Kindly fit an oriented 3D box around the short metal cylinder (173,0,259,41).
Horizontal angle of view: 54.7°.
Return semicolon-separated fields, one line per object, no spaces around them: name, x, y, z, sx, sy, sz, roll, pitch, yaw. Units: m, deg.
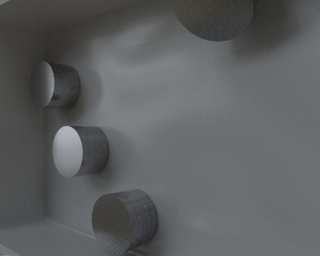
short metal cylinder;0.060;-0.136;0.313;0.080;0.080;0.050;-3;49;40

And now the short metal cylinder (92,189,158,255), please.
short metal cylinder;-0.049;0.128;0.432;0.080;0.050;0.080;0;90;40

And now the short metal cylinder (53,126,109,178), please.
short metal cylinder;-0.127;0.037;0.496;0.080;0.050;0.080;0;90;40

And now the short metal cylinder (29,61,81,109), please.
short metal cylinder;-0.185;-0.073;0.544;0.080;0.050;0.080;0;90;40
